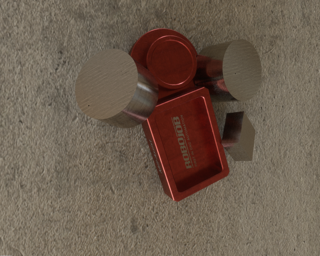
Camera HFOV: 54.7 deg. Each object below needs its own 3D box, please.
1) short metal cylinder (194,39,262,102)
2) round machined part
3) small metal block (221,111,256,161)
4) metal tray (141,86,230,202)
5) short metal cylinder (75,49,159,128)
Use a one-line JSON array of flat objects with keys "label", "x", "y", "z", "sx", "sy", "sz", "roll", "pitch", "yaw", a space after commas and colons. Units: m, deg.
[{"label": "short metal cylinder", "x": 0.092, "y": -0.075, "z": 0.420, "sx": 0.081, "sy": 0.050, "sz": 0.079, "roll": -2, "pitch": 93, "yaw": -38}, {"label": "round machined part", "x": 0.009, "y": -0.082, "z": 0.405, "sx": 0.099, "sy": 0.042, "sz": 0.097, "roll": 0, "pitch": 90, "yaw": -20}, {"label": "small metal block", "x": 0.111, "y": 0.012, "z": 0.433, "sx": 0.050, "sy": 0.025, "sz": 0.050, "roll": 47, "pitch": 49, "yaw": -41}, {"label": "metal tray", "x": 0.034, "y": 0.020, "z": 0.408, "sx": 0.091, "sy": 0.030, "sz": 0.129, "roll": -23, "pitch": 107, "yaw": -19}, {"label": "short metal cylinder", "x": -0.049, "y": -0.043, "z": 0.356, "sx": 0.050, "sy": 0.080, "sz": 0.080, "roll": 26, "pitch": 78, "yaw": -63}]
